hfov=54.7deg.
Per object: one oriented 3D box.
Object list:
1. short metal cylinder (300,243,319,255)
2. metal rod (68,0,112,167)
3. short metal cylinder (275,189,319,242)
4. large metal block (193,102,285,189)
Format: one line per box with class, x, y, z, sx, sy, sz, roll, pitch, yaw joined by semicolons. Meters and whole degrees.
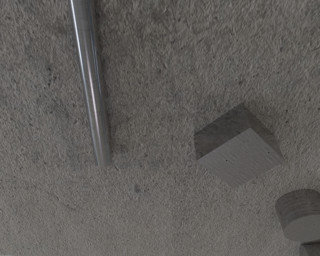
short metal cylinder;0.312;0.268;0.603;0.050;0.080;0.080;-9;130;7
metal rod;-0.078;-0.066;0.349;0.025;0.025;0.298;1;130;-1
short metal cylinder;0.241;0.147;0.519;0.081;0.050;0.079;0;130;0
large metal block;0.104;0.026;0.414;0.080;0.050;0.080;-36;122;26
